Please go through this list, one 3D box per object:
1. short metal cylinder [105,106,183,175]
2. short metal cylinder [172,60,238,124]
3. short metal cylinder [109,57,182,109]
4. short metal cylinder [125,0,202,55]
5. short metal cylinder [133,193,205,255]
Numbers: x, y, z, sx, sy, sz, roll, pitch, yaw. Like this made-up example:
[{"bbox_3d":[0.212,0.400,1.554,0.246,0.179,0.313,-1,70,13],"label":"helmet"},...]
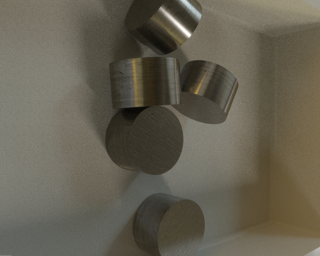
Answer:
[{"bbox_3d":[-0.018,0.014,0.375,0.081,0.050,0.080,-1,91,-40],"label":"short metal cylinder"},{"bbox_3d":[0.059,-0.047,0.420,0.080,0.080,0.050,37,67,-34],"label":"short metal cylinder"},{"bbox_3d":[-0.016,-0.050,0.357,0.081,0.080,0.050,-7,95,-40],"label":"short metal cylinder"},{"bbox_3d":[0.003,-0.136,0.373,0.050,0.080,0.080,33,70,-35],"label":"short metal cylinder"},{"bbox_3d":[0.012,0.128,0.401,0.081,0.050,0.080,0,90,-40],"label":"short metal cylinder"}]
